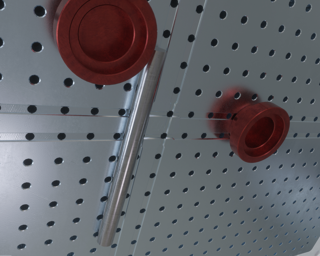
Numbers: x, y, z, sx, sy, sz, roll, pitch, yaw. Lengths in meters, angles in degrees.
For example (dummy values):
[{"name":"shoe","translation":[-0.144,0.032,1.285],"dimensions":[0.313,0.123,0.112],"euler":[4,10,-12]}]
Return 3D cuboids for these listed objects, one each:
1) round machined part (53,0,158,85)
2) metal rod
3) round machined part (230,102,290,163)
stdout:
[{"name":"round machined part","translation":[-0.056,-0.096,0.310],"dimensions":[0.099,0.042,0.097],"euler":[-14,124,-21]},{"name":"metal rod","translation":[-0.043,0.040,0.412],"dimensions":[0.025,0.025,0.298],"euler":[3,117,-30]},{"name":"round machined part","translation":[0.149,0.003,0.484],"dimensions":[0.099,0.042,0.097],"euler":[-14,124,-21]}]
